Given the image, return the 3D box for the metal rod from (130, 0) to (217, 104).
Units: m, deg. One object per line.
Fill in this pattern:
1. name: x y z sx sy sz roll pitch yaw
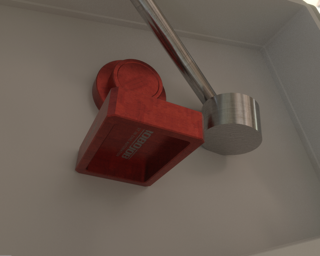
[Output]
1. metal rod: 0.007 -0.124 0.408 0.300 0.025 0.025 51 47 -25

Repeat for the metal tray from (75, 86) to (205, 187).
1. metal tray: -0.026 0.018 0.315 0.091 0.129 0.030 16 56 -20

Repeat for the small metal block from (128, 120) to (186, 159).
1. small metal block: -0.004 0.015 0.380 0.050 0.050 0.025 -4 64 -30

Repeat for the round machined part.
1. round machined part: -0.035 -0.052 0.409 0.099 0.042 0.098 14 56 -21

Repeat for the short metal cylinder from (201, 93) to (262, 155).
1. short metal cylinder: 0.097 -0.004 0.427 0.081 0.080 0.050 19 55 -18
